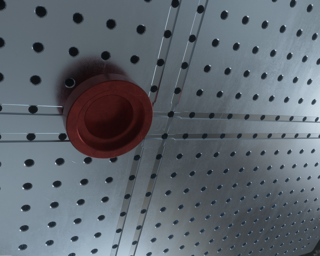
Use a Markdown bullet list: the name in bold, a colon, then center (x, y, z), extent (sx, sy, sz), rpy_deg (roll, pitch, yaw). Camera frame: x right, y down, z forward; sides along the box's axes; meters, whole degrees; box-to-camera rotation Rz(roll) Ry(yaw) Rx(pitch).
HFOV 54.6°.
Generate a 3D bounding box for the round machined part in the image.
- **round machined part**: center (-0.061, -0.017, 0.356), extent (0.099, 0.042, 0.097), rpy_deg (-14, 124, -21)
